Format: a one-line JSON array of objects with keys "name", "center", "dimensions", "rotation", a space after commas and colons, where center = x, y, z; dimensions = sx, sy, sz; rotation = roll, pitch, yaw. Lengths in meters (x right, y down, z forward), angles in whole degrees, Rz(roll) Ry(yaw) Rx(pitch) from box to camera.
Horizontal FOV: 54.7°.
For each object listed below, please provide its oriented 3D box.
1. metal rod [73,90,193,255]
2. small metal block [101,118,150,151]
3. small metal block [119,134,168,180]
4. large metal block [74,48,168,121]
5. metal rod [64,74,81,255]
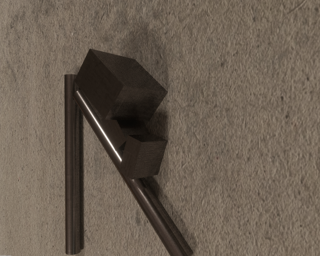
[{"name": "metal rod", "center": [-0.050, 0.053, 0.444], "dimensions": [0.025, 0.025, 0.300], "rotation": [-52, 60, 27]}, {"name": "small metal block", "center": [-0.045, 0.002, 0.424], "dimensions": [0.025, 0.050, 0.050], "rotation": [-43, 65, 32]}, {"name": "small metal block", "center": [-0.021, 0.036, 0.404], "dimensions": [0.025, 0.050, 0.050], "rotation": [24, 105, 37]}, {"name": "large metal block", "center": [-0.051, -0.055, 0.409], "dimensions": [0.080, 0.081, 0.050], "rotation": [48, 118, 29]}, {"name": "metal rod", "center": [-0.148, 0.060, 0.523], "dimensions": [0.025, 0.025, 0.298], "rotation": [-1, 90, 39]}]
